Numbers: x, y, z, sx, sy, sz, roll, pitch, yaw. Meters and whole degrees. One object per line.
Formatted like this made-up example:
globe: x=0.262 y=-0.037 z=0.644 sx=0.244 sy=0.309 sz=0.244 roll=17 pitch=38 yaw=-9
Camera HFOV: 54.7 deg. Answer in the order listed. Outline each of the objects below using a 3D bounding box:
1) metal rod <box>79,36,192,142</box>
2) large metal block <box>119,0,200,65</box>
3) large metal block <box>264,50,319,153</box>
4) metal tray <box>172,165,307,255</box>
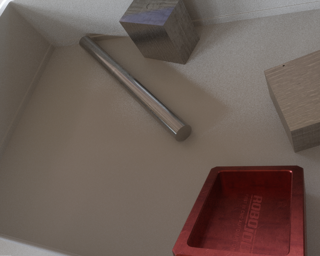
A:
metal rod: x=-0.054 y=-0.076 z=0.478 sx=0.025 sy=0.025 sz=0.300 roll=-44 pitch=51 yaw=-2
large metal block: x=0.001 y=-0.144 z=0.457 sx=0.080 sy=0.080 sz=0.050 roll=19 pitch=72 yaw=35
large metal block: x=0.165 y=-0.031 z=0.322 sx=0.080 sy=0.050 sz=0.080 roll=-20 pitch=54 yaw=16
metal tray: x=0.076 y=0.077 z=0.266 sx=0.090 sy=0.030 sz=0.131 roll=-4 pitch=21 yaw=26
